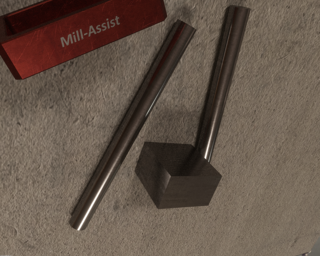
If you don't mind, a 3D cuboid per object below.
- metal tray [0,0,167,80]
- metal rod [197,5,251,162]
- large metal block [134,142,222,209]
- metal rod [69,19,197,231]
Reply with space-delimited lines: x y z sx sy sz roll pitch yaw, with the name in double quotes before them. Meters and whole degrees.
"metal tray" -0.071 -0.094 0.267 0.131 0.090 0.030 -27 128 -12
"metal rod" 0.075 -0.015 0.440 0.025 0.025 0.298 -6 121 -26
"large metal block" 0.022 0.062 0.424 0.081 0.080 0.050 5 116 -31
"metal rod" -0.041 0.007 0.390 0.025 0.025 0.298 19 108 -36
